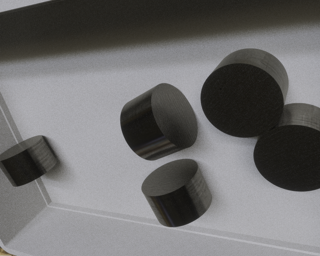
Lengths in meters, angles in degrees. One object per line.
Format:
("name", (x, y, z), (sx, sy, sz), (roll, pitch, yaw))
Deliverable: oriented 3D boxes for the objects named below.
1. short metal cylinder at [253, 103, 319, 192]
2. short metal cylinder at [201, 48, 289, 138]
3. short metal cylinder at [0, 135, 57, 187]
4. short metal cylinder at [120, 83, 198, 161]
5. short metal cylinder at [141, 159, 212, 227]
("short metal cylinder", (0.145, 0.020, 0.328), (0.080, 0.050, 0.079), (13, 124, 20))
("short metal cylinder", (0.089, -0.037, 0.323), (0.080, 0.050, 0.079), (13, 124, 20))
("short metal cylinder", (-0.224, 0.054, 0.522), (0.080, 0.080, 0.050), (-12, 113, 33))
("short metal cylinder", (0.000, -0.006, 0.368), (0.050, 0.080, 0.080), (-25, 105, 36))
("short metal cylinder", (0.022, 0.084, 0.412), (0.080, 0.080, 0.050), (-13, 112, 33))
